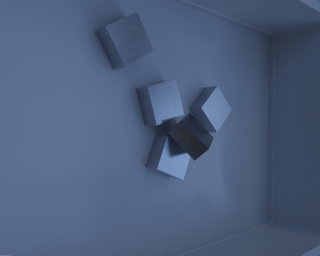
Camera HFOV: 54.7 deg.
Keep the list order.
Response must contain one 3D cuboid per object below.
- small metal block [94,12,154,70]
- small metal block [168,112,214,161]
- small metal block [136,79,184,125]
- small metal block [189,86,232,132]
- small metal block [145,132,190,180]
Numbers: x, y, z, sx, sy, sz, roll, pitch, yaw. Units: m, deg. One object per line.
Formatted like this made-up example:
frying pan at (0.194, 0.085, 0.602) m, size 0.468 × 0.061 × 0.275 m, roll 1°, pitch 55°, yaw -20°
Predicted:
small metal block at (-0.042, -0.104, 0.373) m, size 0.050 × 0.025 × 0.050 m, roll -39°, pitch 114°, yaw -33°
small metal block at (0.043, 0.010, 0.418) m, size 0.050 × 0.025 × 0.050 m, roll 47°, pitch 22°, yaw 1°
small metal block at (0.001, -0.034, 0.409) m, size 0.050 × 0.025 × 0.050 m, roll -22°, pitch 104°, yaw -38°
small metal block at (0.078, -0.029, 0.475) m, size 0.050 × 0.025 × 0.050 m, roll -52°, pitch 121°, yaw -27°
small metal block at (0.013, 0.038, 0.420) m, size 0.050 × 0.025 × 0.050 m, roll 29°, pitch 72°, yaw -37°
